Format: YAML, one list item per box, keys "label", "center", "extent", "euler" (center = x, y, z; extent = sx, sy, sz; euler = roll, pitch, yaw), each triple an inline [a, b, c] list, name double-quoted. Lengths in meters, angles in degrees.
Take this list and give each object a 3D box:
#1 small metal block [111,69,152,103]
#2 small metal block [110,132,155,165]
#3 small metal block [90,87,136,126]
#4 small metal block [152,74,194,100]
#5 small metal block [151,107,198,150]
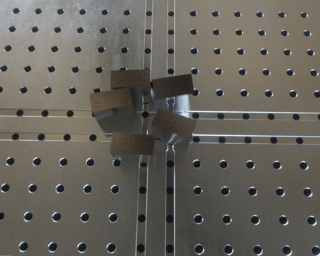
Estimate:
- label: "small metal block"
  center: [-0.038, -0.055, 0.418]
  extent: [0.050, 0.050, 0.025]
  euler: [-2, 70, -1]
- label: "small metal block"
  center: [-0.032, 0.027, 0.389]
  extent: [0.050, 0.050, 0.025]
  euler: [5, 70, 2]
- label: "small metal block"
  center: [-0.061, -0.027, 0.408]
  extent: [0.050, 0.050, 0.025]
  euler: [-10, 71, -4]
- label: "small metal block"
  center: [0.015, -0.054, 0.415]
  extent: [0.050, 0.050, 0.025]
  euler: [-9, 94, -4]
- label: "small metal block"
  center: [0.017, 0.002, 0.398]
  extent: [0.050, 0.050, 0.025]
  euler: [21, 72, 7]
